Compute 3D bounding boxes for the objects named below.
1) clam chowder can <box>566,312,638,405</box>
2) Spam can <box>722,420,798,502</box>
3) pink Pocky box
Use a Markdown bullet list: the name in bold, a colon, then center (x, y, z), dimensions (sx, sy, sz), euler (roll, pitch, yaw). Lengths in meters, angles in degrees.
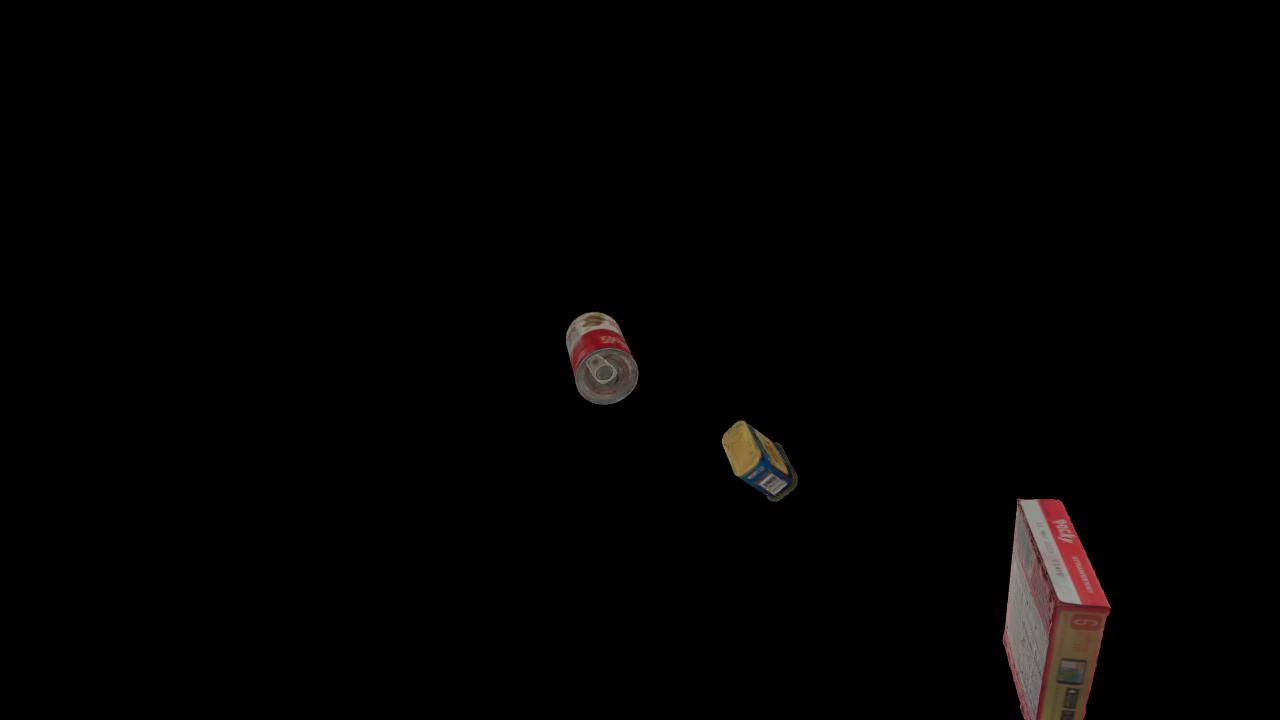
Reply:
- **clam chowder can**: center (-0.045, -0.005, 0.685), dimensions (0.068, 0.068, 0.102), euler (0, 27, -14)
- **Spam can**: center (0.177, 0.149, 0.920), dimensions (0.085, 0.058, 0.101), euler (36, 19, -28)
- **pink Pocky box**: center (0.269, 0.176, 0.407), dimensions (0.029, 0.155, 0.084), euler (-4, 31, 19)
